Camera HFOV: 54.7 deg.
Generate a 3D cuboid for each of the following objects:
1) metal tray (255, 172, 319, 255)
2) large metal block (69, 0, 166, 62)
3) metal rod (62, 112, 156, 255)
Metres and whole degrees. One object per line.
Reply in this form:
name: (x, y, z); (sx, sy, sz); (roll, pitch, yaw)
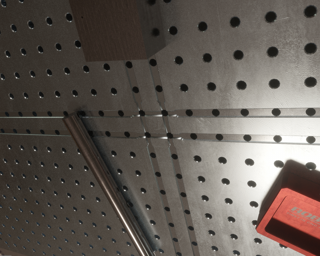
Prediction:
metal tray: (0.196, 0.119, 0.377); (0.130, 0.030, 0.089); (23, 127, 13)
large metal block: (-0.046, -0.121, 0.343); (0.080, 0.050, 0.079); (4, 120, 26)
metal rod: (-0.078, 0.110, 0.518); (0.025, 0.025, 0.299); (-12, 113, 33)
